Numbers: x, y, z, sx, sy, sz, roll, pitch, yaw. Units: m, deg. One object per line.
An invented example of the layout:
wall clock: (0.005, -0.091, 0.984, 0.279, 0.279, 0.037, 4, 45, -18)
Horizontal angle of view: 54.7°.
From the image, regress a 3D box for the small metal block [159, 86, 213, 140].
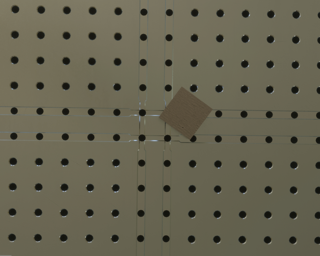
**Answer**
small metal block: (0.034, -0.019, 0.414, 0.050, 0.025, 0.050, 36, 90, -1)
